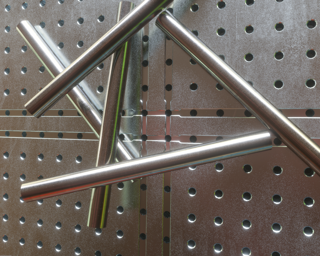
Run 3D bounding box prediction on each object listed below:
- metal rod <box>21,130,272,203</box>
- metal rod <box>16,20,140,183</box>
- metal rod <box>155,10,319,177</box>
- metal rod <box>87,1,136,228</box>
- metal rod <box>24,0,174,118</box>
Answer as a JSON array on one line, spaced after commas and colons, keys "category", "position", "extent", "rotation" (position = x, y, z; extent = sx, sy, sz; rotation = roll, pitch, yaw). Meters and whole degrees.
[{"category": "metal rod", "position": [-0.018, 0.047, 0.375], "extent": [0.302, 0.025, 0.025], "rotation": [-13, 86, 3]}, {"category": "metal rod", "position": [-0.120, -0.045, 0.453], "extent": [0.025, 0.025, 0.300], "rotation": [-43, 77, 15]}, {"category": "metal rod", "position": [0.104, -0.040, 0.375], "extent": [0.300, 0.025, 0.025], "rotation": [46, 104, 14]}, {"category": "metal rod", "position": [-0.063, -0.022, 0.412], "extent": [0.025, 0.025, 0.298], "rotation": [5, 84, 19]}, {"category": "metal rod", "position": [-0.052, -0.120, 0.396], "extent": [0.300, 0.025, 0.025], "rotation": [-41, 77, 2]}]
